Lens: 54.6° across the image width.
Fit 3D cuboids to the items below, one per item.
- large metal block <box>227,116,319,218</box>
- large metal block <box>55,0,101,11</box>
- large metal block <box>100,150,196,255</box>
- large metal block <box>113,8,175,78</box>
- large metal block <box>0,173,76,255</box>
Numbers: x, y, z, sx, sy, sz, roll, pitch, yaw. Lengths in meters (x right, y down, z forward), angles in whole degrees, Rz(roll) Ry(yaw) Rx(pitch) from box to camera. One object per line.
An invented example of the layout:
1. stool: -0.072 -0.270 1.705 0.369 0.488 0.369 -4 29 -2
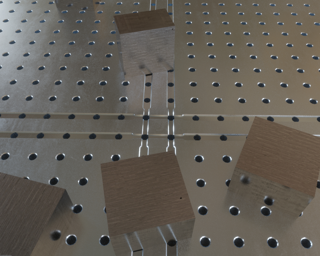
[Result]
1. large metal block: 0.133 0.043 0.357 0.080 0.050 0.080 21 53 16
2. large metal block: -0.166 -0.284 0.610 0.080 0.080 0.050 8 51 7
3. large metal block: -0.015 0.077 0.327 0.081 0.050 0.080 -10 51 -8
4. large metal block: -0.024 -0.131 0.482 0.081 0.080 0.050 -12 51 -10
5. large metal block: -0.143 0.098 0.309 0.080 0.050 0.080 12 51 10
